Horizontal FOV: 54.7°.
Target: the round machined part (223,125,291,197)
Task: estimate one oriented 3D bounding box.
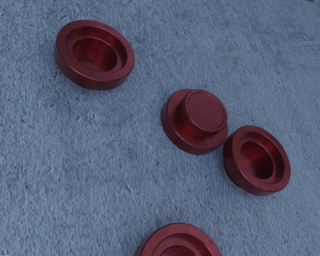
[{"bbox_3d":[0.129,0.049,0.432,0.099,0.042,0.098,14,56,-21],"label":"round machined part"}]

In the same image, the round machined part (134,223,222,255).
[{"bbox_3d":[0.015,0.149,0.310,0.099,0.042,0.098,14,56,-21],"label":"round machined part"}]

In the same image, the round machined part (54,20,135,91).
[{"bbox_3d":[-0.086,-0.088,0.400,0.099,0.042,0.098,14,56,-21],"label":"round machined part"}]

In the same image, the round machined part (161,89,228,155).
[{"bbox_3d":[0.054,-0.015,0.431,0.099,0.042,0.098,14,56,-21],"label":"round machined part"}]
